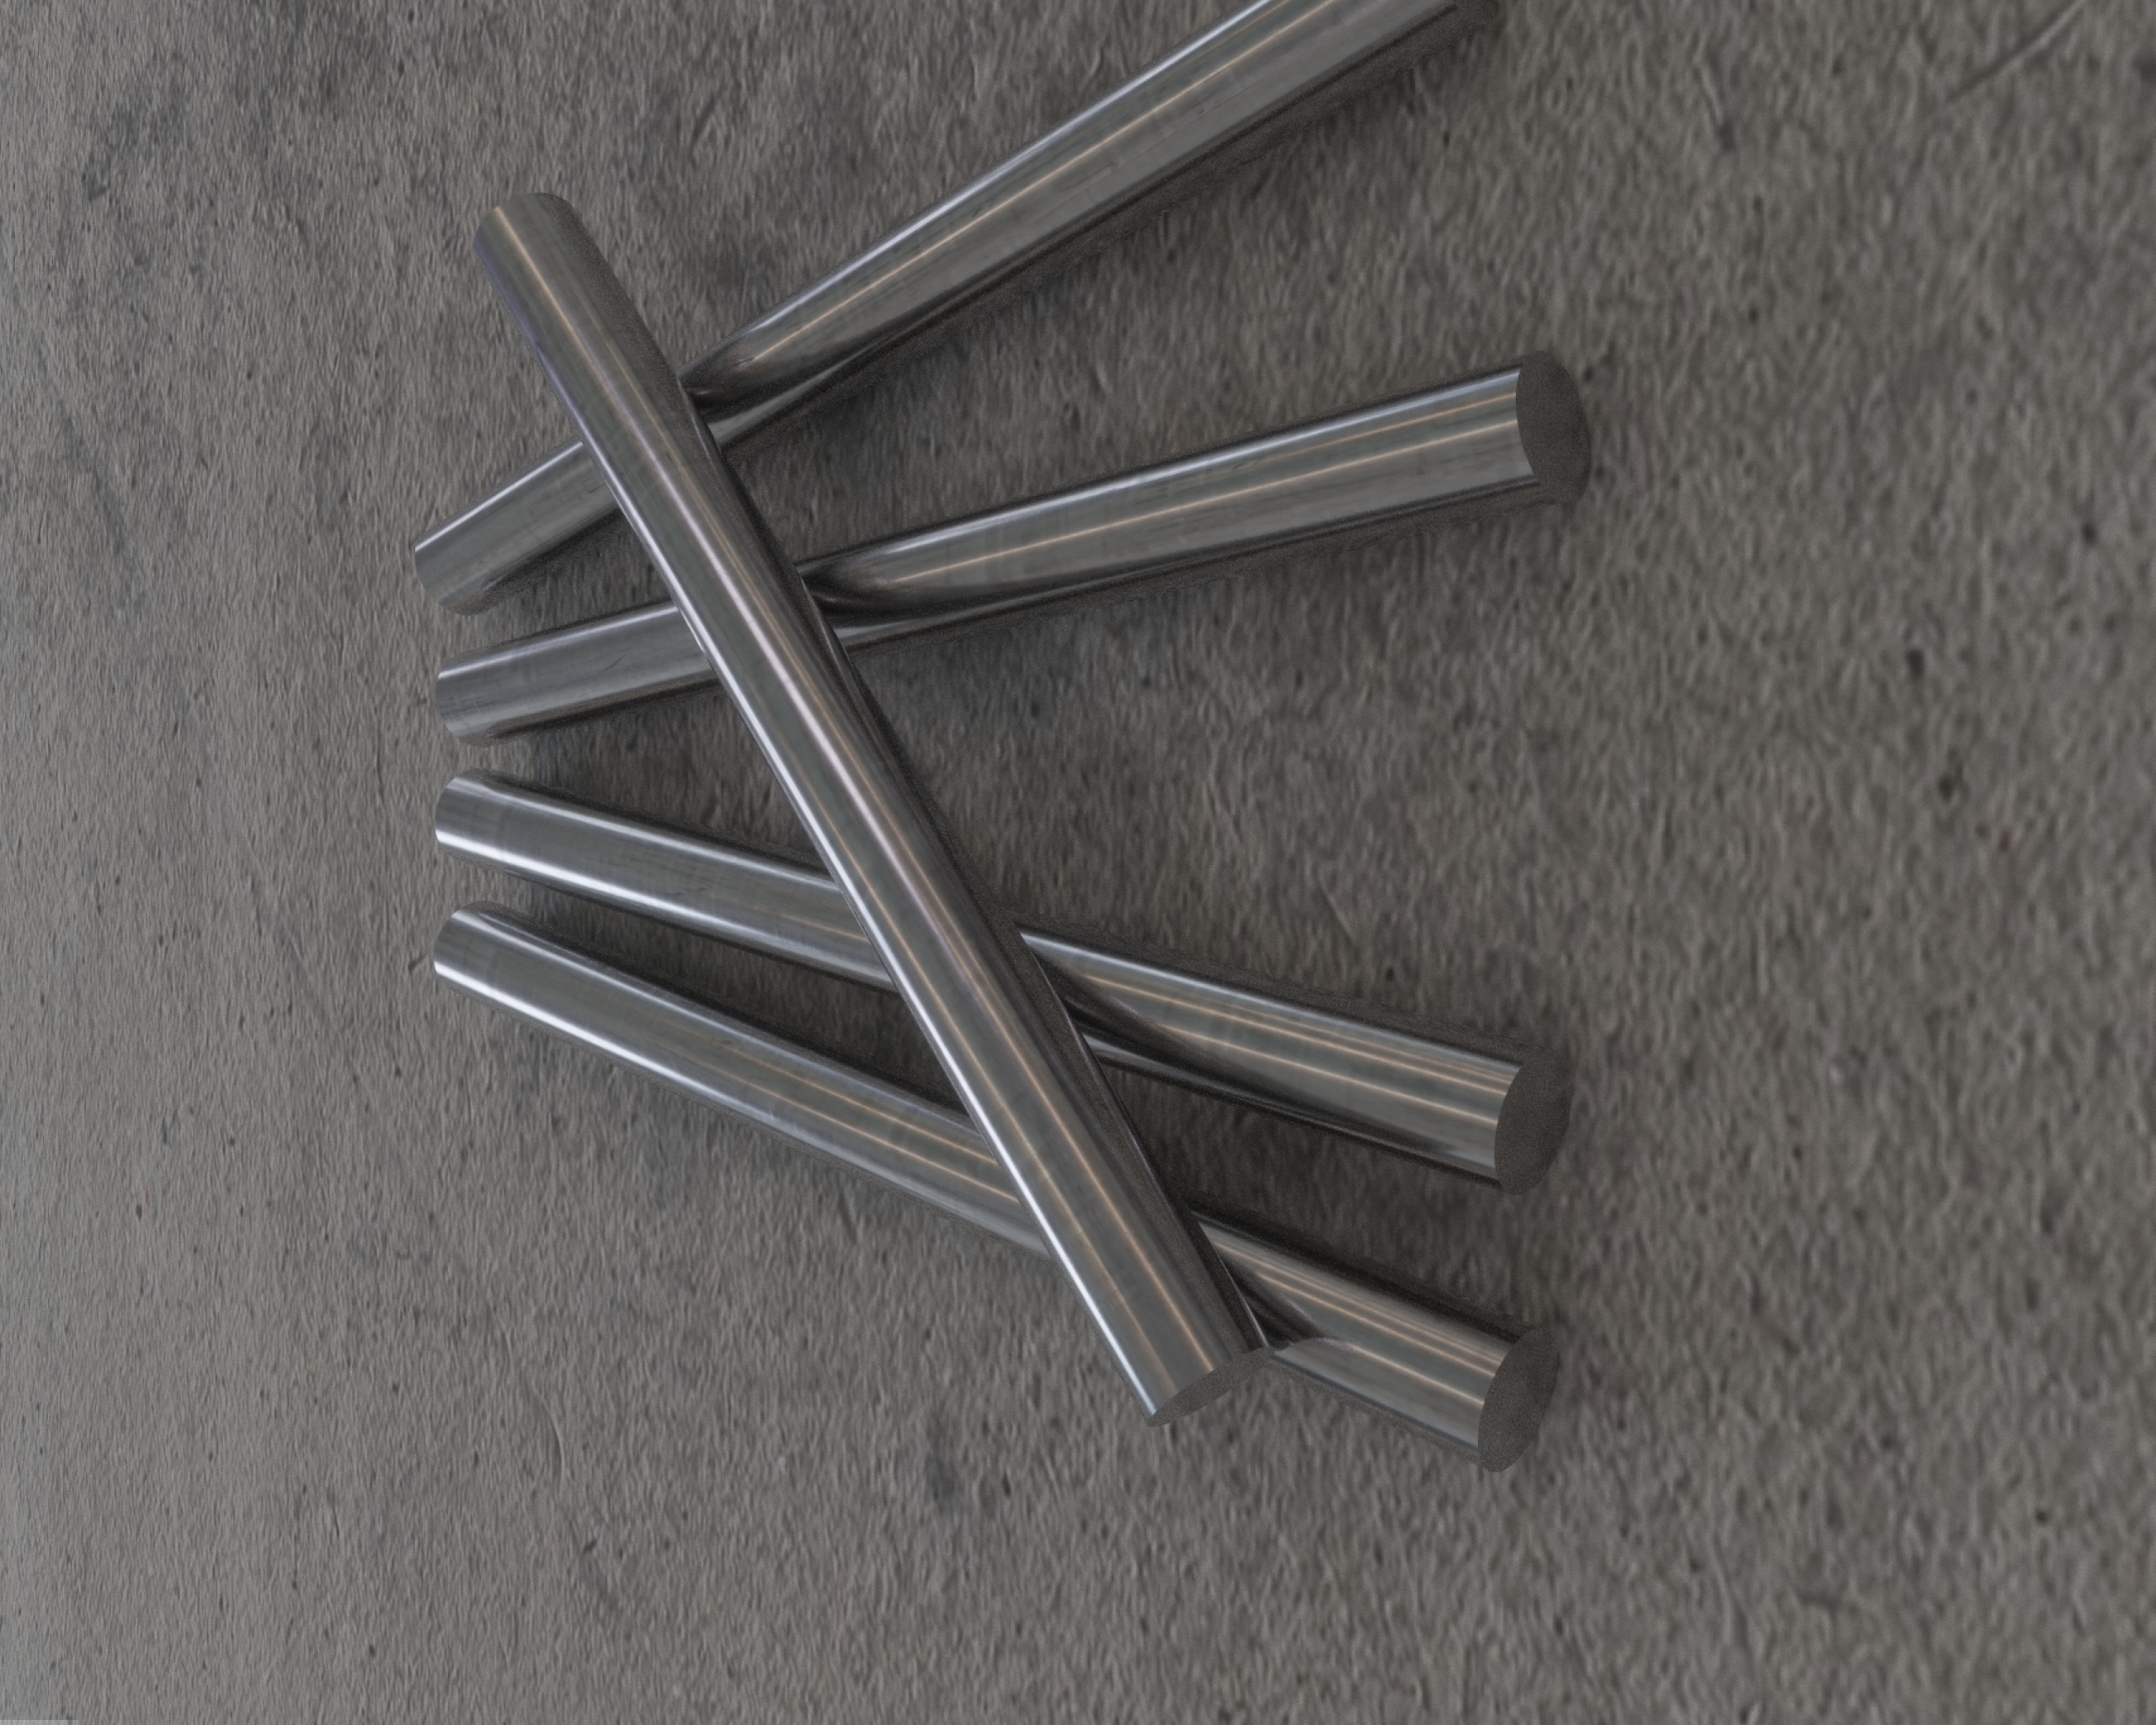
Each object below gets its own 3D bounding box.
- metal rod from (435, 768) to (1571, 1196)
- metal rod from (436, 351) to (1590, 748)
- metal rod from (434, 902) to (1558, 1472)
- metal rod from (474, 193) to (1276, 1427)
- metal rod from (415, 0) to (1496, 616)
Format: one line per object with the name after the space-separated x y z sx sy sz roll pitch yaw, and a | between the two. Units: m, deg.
-0.039 0.015 0.437 0.300 0.025 0.025 13 99 39 | metal rod
-0.037 -0.056 0.435 0.300 0.025 0.025 -7 85 39 | metal rod
-0.040 0.055 0.437 0.300 0.025 0.025 17 101 38 | metal rod
-0.051 -0.027 0.413 0.025 0.025 0.299 -47 62 30 | metal rod
-0.048 -0.114 0.444 0.299 0.025 0.025 -19 78 38 | metal rod
